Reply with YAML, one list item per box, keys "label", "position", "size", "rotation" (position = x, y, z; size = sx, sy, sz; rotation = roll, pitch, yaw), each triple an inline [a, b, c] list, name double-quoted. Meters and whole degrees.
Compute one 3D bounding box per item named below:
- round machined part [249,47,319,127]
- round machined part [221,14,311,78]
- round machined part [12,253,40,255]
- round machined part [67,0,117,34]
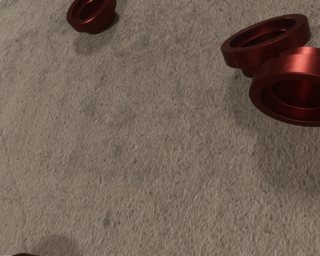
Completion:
- label: "round machined part"
  position: [0.143, -0.043, 0.308]
  size: [0.098, 0.098, 0.042]
  rotation: [9, 67, 31]
- label: "round machined part"
  position: [0.126, -0.093, 0.367]
  size: [0.098, 0.042, 0.098]
  rotation: [-22, 25, 11]
- label: "round machined part"
  position: [-0.153, 0.197, 0.351]
  size: [0.098, 0.042, 0.098]
  rotation: [-13, 56, 20]
- label: "round machined part"
  position: [-0.125, -0.218, 0.590]
  size: [0.098, 0.042, 0.098]
  rotation: [-13, 56, 20]
